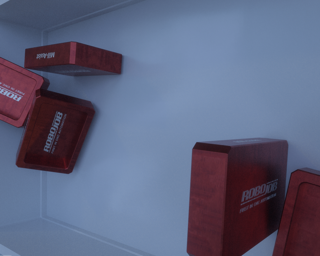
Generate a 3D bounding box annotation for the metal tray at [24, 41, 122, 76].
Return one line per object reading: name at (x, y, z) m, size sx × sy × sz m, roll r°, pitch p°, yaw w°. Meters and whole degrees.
metal tray at (-0.133, -0.102, 0.474) m, size 0.130 × 0.091 × 0.030 m, roll 6°, pitch 93°, yaw 40°

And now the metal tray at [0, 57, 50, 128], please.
metal tray at (-0.259, -0.066, 0.500) m, size 0.131 × 0.030 × 0.090 m, roll 25°, pitch 88°, yaw -2°

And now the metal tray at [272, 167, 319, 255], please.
metal tray at (0.153, 0.109, 0.273) m, size 0.090 × 0.030 × 0.129 m, roll 15°, pitch 97°, yaw 39°

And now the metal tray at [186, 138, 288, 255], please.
metal tray at (0.075, 0.056, 0.276) m, size 0.030 × 0.131 × 0.089 m, roll 5°, pitch 93°, yaw 40°

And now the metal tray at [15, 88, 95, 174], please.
metal tray at (-0.170, 0.009, 0.502) m, size 0.129 × 0.091 × 0.030 m, roll -65°, pitch 31°, yaw 20°
